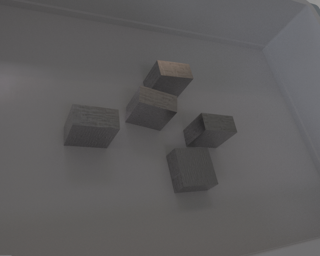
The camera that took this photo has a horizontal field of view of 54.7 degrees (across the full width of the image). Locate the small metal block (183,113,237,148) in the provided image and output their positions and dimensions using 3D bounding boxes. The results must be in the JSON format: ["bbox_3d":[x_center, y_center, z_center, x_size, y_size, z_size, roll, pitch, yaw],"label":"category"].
[{"bbox_3d":[0.067,0.005,0.423,0.050,0.050,0.025,5,60,-26],"label":"small metal block"}]

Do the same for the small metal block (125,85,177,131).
[{"bbox_3d":[-0.012,-0.024,0.398,0.050,0.050,0.025,14,56,-20],"label":"small metal block"}]

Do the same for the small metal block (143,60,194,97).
[{"bbox_3d":[0.011,-0.067,0.436,0.050,0.050,0.025,1,62,-28],"label":"small metal block"}]

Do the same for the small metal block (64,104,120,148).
[{"bbox_3d":[-0.078,0.000,0.348,0.050,0.050,0.025,6,59,-25],"label":"small metal block"}]

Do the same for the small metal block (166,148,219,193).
[{"bbox_3d":[0.040,0.053,0.395,0.050,0.025,0.050,1,61,-28],"label":"small metal block"}]
